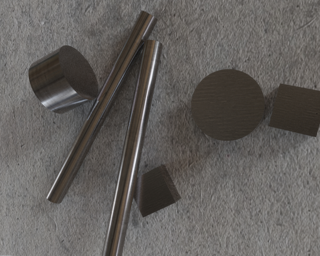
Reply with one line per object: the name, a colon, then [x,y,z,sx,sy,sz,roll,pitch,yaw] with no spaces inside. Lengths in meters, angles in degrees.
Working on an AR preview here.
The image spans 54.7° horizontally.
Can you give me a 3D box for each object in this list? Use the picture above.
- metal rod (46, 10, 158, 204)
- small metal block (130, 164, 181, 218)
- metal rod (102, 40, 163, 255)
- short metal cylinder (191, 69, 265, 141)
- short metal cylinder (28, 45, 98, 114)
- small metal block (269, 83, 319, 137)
metal rod: [-0.086,-0.022,0.439,0.025,0.025,0.299,33,100,17]
small metal block: [-0.008,0.083,0.412,0.050,0.025,0.050,-29,81,17]
metal rod: [-0.036,0.034,0.400,0.025,0.025,0.298,9,85,19]
short metal cylinder: [0.082,-0.026,0.367,0.080,0.050,0.079,0,90,20]
short metal cylinder: [-0.130,-0.066,0.426,0.050,0.080,0.080,-23,83,18]
small metal block: [0.156,-0.020,0.354,0.050,0.025,0.050,15,95,19]
